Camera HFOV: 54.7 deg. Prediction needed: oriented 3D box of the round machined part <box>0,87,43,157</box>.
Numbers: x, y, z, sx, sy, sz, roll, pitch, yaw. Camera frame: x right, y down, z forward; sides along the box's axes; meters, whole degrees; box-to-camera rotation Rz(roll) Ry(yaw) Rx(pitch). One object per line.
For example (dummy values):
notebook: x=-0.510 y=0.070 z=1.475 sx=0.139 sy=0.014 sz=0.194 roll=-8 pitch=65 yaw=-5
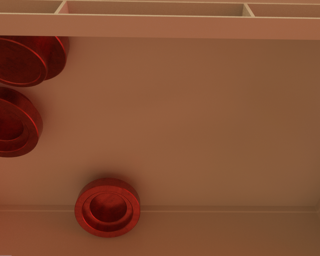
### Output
round machined part: x=-0.196 y=-0.012 z=0.386 sx=0.099 sy=0.042 sz=0.097 roll=0 pitch=130 yaw=0

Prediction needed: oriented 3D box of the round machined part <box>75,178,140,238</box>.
round machined part: x=-0.080 y=0.120 z=0.487 sx=0.099 sy=0.042 sz=0.097 roll=-1 pitch=112 yaw=-3

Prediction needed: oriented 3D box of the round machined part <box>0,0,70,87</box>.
round machined part: x=-0.146 y=-0.078 z=0.313 sx=0.099 sy=0.042 sz=0.098 roll=0 pitch=147 yaw=0

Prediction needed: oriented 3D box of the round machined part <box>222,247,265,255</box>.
round machined part: x=0.178 y=0.297 z=0.655 sx=0.099 sy=0.042 sz=0.097 roll=0 pitch=130 yaw=0
